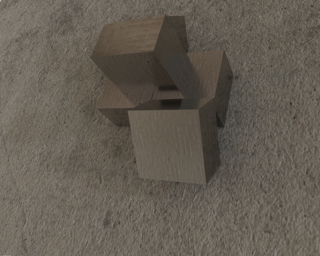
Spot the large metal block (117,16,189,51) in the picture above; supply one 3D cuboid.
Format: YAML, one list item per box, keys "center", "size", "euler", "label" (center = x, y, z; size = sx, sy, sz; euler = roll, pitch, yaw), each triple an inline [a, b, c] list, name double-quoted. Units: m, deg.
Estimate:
- center: [-0.014, -0.130, 0.448]
  size: [0.080, 0.050, 0.080]
  euler: [0, 18, 28]
  label: "large metal block"

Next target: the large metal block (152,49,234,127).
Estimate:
- center: [0.042, -0.048, 0.394]
  size: [0.080, 0.050, 0.080]
  euler: [1, 62, 28]
  label: "large metal block"

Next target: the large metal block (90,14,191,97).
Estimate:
- center: [-0.019, -0.080, 0.364]
  size: [0.080, 0.080, 0.050]
  euler: [1, 63, 28]
  label: "large metal block"

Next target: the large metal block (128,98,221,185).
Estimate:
- center: [0.018, 0.012, 0.344]
  size: [0.080, 0.079, 0.050]
  euler: [1, 18, 28]
  label: "large metal block"

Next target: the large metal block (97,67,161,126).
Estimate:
- center: [-0.029, -0.049, 0.431]
  size: [0.080, 0.050, 0.080]
  euler: [1, 62, 28]
  label: "large metal block"
